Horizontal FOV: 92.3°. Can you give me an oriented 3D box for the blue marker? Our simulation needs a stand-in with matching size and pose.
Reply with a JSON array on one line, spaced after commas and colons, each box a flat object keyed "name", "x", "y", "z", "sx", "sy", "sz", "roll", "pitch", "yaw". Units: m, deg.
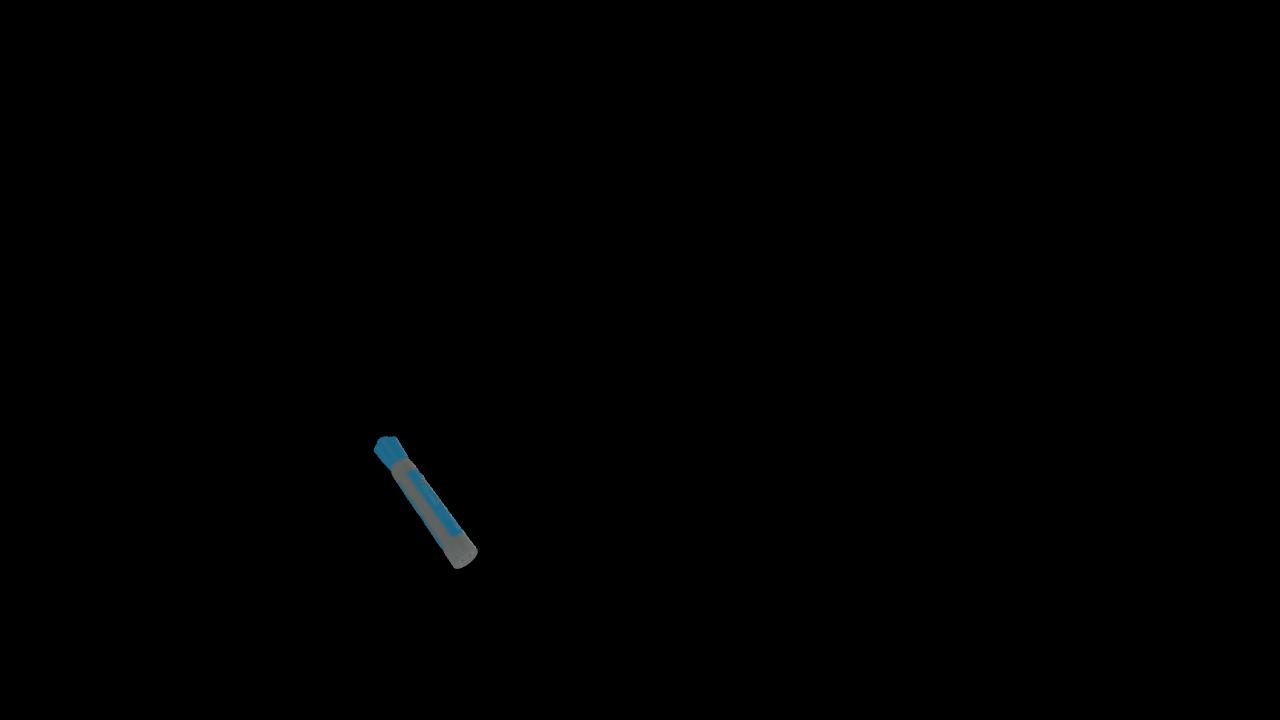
[{"name": "blue marker", "x": -0.158, "y": 0.099, "z": 0.445, "sx": 0.121, "sy": 0.020, "sz": 0.020, "roll": 44, "pitch": 22, "yaw": 25}]
